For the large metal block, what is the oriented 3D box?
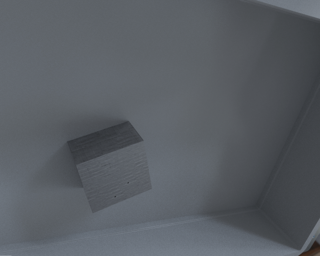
[{"bbox_3d":[-0.061,0.048,0.390,0.081,0.050,0.079,-20,126,-17],"label":"large metal block"}]
